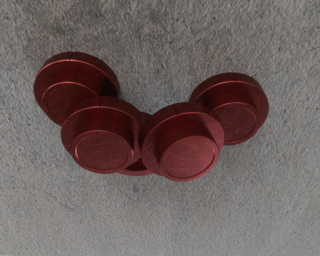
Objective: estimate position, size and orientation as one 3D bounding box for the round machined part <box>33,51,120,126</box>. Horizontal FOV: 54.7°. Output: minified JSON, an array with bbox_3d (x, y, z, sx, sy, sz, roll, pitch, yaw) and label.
[{"bbox_3d":[-0.098,-0.036,0.364,0.099,0.042,0.097,-1,130,0],"label":"round machined part"}]

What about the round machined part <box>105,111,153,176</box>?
[{"bbox_3d":[-0.032,0.016,0.411,0.099,0.042,0.097,-1,130,0],"label":"round machined part"}]

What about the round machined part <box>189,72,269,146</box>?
[{"bbox_3d":[0.086,-0.016,0.384,0.099,0.042,0.097,-1,130,0],"label":"round machined part"}]

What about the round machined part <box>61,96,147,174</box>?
[{"bbox_3d":[-0.063,0.015,0.354,0.099,0.042,0.097,-1,130,0],"label":"round machined part"}]

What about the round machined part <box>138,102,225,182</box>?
[{"bbox_3d":[0.027,0.022,0.348,0.099,0.042,0.097,-9,130,-10],"label":"round machined part"}]
